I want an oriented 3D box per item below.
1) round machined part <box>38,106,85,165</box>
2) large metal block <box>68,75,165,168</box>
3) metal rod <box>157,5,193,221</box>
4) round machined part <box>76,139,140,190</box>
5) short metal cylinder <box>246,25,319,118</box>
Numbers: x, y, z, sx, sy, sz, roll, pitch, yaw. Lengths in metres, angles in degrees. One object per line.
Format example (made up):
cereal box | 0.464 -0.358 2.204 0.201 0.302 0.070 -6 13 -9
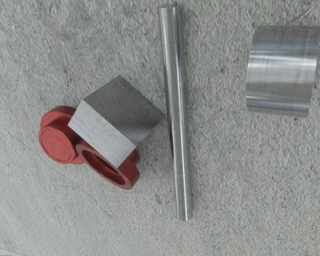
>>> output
round machined part | -0.149 0.018 0.486 0.098 0.042 0.097 13 124 21
large metal block | -0.053 -0.010 0.393 0.080 0.080 0.050 42 129 -1
metal rod | 0.024 0.002 0.395 0.025 0.025 0.298 8 122 24
round machined part | -0.068 0.041 0.441 0.098 0.042 0.098 29 153 17
short metal cylinder | 0.112 -0.051 0.281 0.050 0.080 0.079 8 122 24
